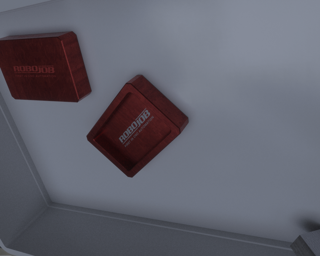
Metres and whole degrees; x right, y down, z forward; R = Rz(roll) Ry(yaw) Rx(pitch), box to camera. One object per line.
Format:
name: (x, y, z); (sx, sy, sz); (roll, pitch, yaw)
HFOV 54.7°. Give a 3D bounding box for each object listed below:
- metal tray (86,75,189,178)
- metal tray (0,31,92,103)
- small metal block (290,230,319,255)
metal tray: (-0.035, 0.002, 0.423); (0.090, 0.030, 0.129); (43, 129, -2)
metal tray: (-0.168, -0.085, 0.439); (0.130, 0.030, 0.089); (5, 121, 25)
small metal block: (0.195, 0.152, 0.370); (0.050, 0.050, 0.025); (-119, 36, -43)
